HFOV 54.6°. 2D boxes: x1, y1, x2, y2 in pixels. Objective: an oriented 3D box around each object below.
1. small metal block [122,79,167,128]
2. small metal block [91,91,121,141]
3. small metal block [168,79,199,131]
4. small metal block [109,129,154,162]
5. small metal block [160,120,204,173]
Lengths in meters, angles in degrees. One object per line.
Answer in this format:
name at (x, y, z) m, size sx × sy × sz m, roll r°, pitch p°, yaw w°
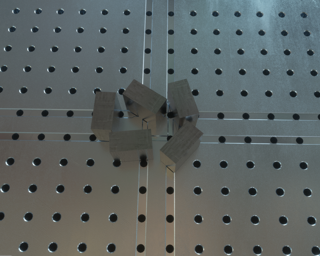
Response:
small metal block at (-0.019, -0.031, 0.410) m, size 0.050 × 0.050 × 0.025 m, roll 32°, pitch 74°, yaw 10°
small metal block at (-0.069, -0.014, 0.403) m, size 0.025 × 0.050 × 0.050 m, roll 3°, pitch 71°, yaw 1°
small metal block at (0.029, -0.029, 0.409) m, size 0.025 × 0.050 × 0.050 m, roll -15°, pitch 70°, yaw -5°
small metal block at (-0.035, 0.023, 0.390) m, size 0.050 × 0.050 × 0.025 m, roll -5°, pitch 70°, yaw -2°
small metal block at (0.026, 0.025, 0.389) m, size 0.025 × 0.050 × 0.050 m, roll 40°, pitch 75°, yaw 14°
